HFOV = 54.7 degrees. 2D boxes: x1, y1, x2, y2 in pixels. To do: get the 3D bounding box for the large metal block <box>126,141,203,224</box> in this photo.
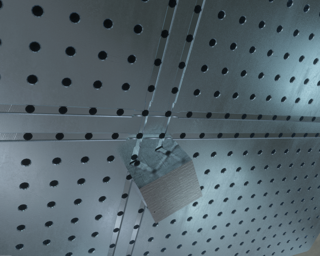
[{"bbox_3d":[0.008,0.078,0.450,0.080,0.050,0.080,-28,128,-11],"label":"large metal block"}]
